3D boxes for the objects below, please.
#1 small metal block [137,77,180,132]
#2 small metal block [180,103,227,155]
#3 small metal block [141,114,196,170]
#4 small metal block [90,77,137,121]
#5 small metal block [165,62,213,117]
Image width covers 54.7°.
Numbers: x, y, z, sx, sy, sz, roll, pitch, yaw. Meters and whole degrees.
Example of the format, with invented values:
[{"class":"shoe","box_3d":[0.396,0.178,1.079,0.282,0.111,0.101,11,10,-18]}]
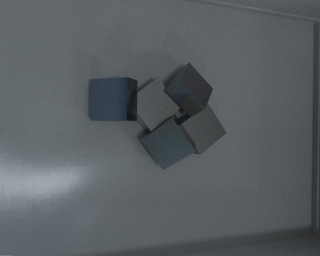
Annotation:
[{"class":"small metal block","box_3d":[-0.011,-0.030,0.406,0.050,0.025,0.050,-39,103,-16]},{"class":"small metal block","box_3d":[0.056,0.001,0.431,0.050,0.025,0.050,-38,102,-16]},{"class":"small metal block","box_3d":[0.012,0.018,0.402,0.050,0.025,0.050,-32,102,14]},{"class":"small metal block","box_3d":[-0.056,-0.033,0.374,0.050,0.025,0.050,0,89,23]},{"class":"small metal block","box_3d":[0.040,-0.051,0.412,0.050,0.025,0.050,45,41,-15]}]
